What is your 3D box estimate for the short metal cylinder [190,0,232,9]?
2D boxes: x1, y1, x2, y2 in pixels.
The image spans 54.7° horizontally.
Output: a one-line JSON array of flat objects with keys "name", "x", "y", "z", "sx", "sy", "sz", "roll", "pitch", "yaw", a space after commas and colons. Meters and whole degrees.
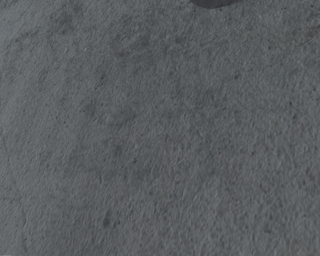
[{"name": "short metal cylinder", "x": 0.079, "y": -0.229, "z": 0.467, "sx": 0.080, "sy": 0.080, "sz": 0.050, "roll": -1, "pitch": 62, "yaw": 27}]
